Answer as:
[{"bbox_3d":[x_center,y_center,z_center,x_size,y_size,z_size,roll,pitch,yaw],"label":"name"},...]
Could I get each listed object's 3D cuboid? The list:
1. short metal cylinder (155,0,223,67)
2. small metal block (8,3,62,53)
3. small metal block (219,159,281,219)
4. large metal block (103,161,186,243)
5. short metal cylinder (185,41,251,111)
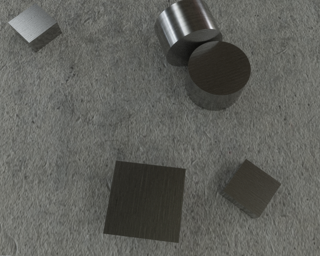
[{"bbox_3d":[0.039,-0.129,0.426,0.080,0.080,0.050,-18,71,-6],"label":"short metal cylinder"},{"bbox_3d":[-0.185,-0.149,0.461,0.050,0.025,0.050,43,75,14],"label":"small metal block"},{"bbox_3d":[0.110,0.075,0.382,0.050,0.025,0.050,37,74,12],"label":"small metal block"},{"bbox_3d":[-0.015,0.087,0.363,0.080,0.050,0.080,7,70,2],"label":"large metal block"},{"bbox_3d":[0.076,-0.070,0.421,0.081,0.050,0.080,0,70,0],"label":"short metal cylinder"}]
